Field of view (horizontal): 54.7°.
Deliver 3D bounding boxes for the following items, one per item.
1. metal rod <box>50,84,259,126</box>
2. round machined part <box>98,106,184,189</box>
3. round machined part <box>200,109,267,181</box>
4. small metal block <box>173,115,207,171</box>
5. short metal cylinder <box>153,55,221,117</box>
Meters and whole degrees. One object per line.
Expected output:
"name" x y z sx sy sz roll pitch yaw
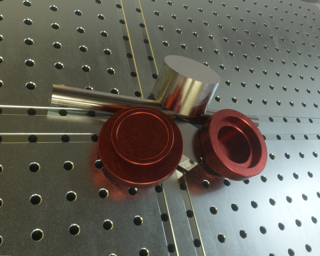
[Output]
"metal rod" 0.010 -0.022 0.423 0.302 0.025 0.025 7 59 -25
"round machined part" -0.021 0.016 0.355 0.099 0.042 0.098 3 64 -7
"round machined part" 0.095 0.026 0.425 0.099 0.042 0.098 15 57 -24
"small metal block" 0.030 0.020 0.407 0.050 0.025 0.050 32 52 -8
"short metal cylinder" 0.036 -0.059 0.424 0.081 0.050 0.080 17 30 -10
